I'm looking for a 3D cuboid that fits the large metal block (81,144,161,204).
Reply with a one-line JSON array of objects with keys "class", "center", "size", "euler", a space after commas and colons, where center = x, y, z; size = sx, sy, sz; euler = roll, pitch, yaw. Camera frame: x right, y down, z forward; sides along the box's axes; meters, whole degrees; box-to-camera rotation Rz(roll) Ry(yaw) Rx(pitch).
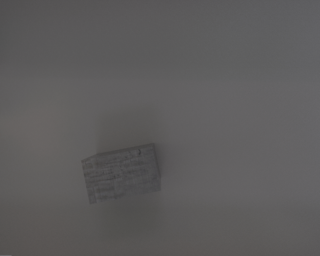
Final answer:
[{"class": "large metal block", "center": [-0.043, 0.053, 0.384], "size": [0.080, 0.080, 0.050], "euler": [-11, 90, 0]}]
